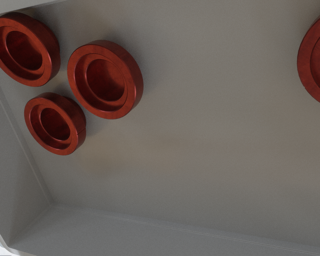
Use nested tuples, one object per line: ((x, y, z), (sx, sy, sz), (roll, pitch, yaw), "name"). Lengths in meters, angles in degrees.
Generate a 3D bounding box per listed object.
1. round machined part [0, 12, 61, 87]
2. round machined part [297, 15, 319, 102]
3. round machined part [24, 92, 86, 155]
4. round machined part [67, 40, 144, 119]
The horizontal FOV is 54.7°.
((-0.177, -0.108, 0.418), (0.098, 0.042, 0.097), (13, 132, 15), "round machined part")
((0.173, -0.064, 0.263), (0.098, 0.042, 0.097), (18, 129, 23), "round machined part")
((-0.153, -0.010, 0.472), (0.098, 0.042, 0.097), (13, 124, 21), "round machined part")
((-0.064, -0.063, 0.392), (0.098, 0.042, 0.097), (13, 124, 21), "round machined part")
